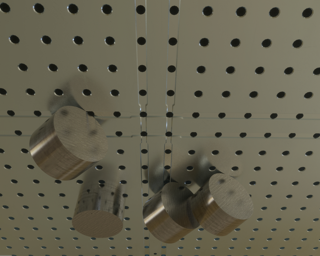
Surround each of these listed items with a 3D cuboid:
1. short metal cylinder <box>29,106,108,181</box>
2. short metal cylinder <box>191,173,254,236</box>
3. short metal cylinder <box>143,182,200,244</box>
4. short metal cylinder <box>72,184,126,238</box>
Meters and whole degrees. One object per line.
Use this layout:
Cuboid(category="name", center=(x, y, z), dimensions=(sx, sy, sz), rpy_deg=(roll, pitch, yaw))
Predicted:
Cuboid(category="short metal cylinder", center=(-0.113, 0.019, 0.390), dimensions=(0.050, 0.080, 0.080), rpy_deg=(-36, 122, 26))
Cuboid(category="short metal cylinder", center=(0.095, 0.117, 0.476), dimensions=(0.080, 0.080, 0.050), rpy_deg=(22, 127, -18))
Cuboid(category="short metal cylinder", center=(0.020, 0.133, 0.489), dimensions=(0.080, 0.080, 0.050), rpy_deg=(28, 124, -22))
Cuboid(category="short metal cylinder", center=(-0.099, 0.138, 0.512), dimensions=(0.081, 0.050, 0.079), rpy_deg=(0, 130, 0))
